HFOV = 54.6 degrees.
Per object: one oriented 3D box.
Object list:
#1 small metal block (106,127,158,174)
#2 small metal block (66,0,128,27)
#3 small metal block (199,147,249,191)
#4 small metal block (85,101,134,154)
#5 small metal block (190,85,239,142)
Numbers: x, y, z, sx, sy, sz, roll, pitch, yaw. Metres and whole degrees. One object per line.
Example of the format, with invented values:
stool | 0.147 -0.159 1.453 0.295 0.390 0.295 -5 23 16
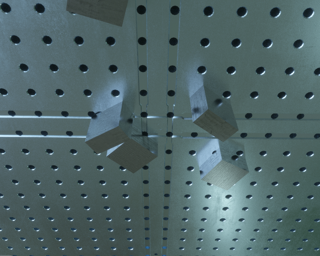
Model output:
small metal block | -0.039 0.031 0.438 0.050 0.025 0.050 37 121 -27
small metal block | -0.055 -0.123 0.290 0.050 0.050 0.025 13 129 -11
small metal block | 0.095 0.062 0.465 0.050 0.025 0.050 25 126 -20
small metal block | -0.063 -0.001 0.394 0.050 0.050 0.025 -24 126 19
small metal block | 0.065 -0.018 0.380 0.050 0.050 0.025 31 123 -24
